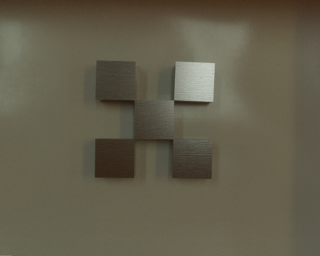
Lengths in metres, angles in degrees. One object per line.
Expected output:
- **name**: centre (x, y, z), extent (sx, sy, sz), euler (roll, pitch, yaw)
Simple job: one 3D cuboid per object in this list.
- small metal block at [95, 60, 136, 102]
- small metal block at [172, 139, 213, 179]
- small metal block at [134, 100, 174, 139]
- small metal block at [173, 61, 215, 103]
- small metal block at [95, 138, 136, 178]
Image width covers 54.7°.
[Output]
- **small metal block**: centre (-0.057, -0.061, 0.409), extent (0.050, 0.025, 0.050), euler (2, 90, 0)
- **small metal block**: centre (0.042, 0.040, 0.409), extent (0.050, 0.025, 0.050), euler (1, 90, 0)
- **small metal block**: centre (-0.007, -0.011, 0.409), extent (0.050, 0.025, 0.050), euler (1, 90, 0)
- **small metal block**: centre (0.044, -0.059, 0.409), extent (0.050, 0.025, 0.050), euler (2, 90, 0)
- **small metal block**: centre (-0.058, 0.039, 0.409), extent (0.050, 0.025, 0.050), euler (1, 90, 0)
